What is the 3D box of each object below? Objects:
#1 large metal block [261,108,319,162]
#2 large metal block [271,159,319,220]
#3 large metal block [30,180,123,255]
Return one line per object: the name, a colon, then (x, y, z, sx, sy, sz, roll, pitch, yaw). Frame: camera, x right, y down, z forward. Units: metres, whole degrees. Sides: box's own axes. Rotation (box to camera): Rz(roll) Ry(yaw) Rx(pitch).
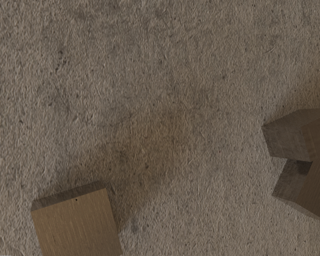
large metal block: (0.214, 0.007, 0.458, 0.081, 0.080, 0.050, -22, 98, -19)
large metal block: (0.235, 0.091, 0.482, 0.080, 0.050, 0.080, 31, 80, -18)
large metal block: (-0.097, 0.115, 0.360, 0.081, 0.050, 0.080, -15, 95, -19)
